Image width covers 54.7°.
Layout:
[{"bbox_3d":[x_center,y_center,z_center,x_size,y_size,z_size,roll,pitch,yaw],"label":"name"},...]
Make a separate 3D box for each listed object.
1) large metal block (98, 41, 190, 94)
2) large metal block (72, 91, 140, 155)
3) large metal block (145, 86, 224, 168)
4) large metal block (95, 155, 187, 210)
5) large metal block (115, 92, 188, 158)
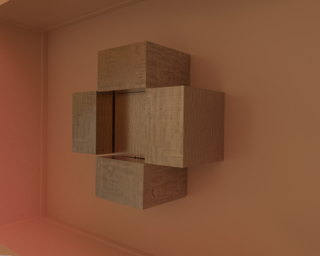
[{"bbox_3d":[-0.020,-0.069,0.385,0.080,0.081,0.050,1,91,40],"label":"large metal block"},{"bbox_3d":[-0.072,-0.007,0.430,0.050,0.081,0.080,1,91,40],"label":"large metal block"},{"bbox_3d":[0.029,-0.002,0.346,0.050,0.081,0.080,1,91,40],"label":"large metal block"},{"bbox_3d":[-0.023,0.061,0.388,0.080,0.081,0.050,3,92,40],"label":"large metal block"},{"bbox_3d":[-0.012,-0.004,0.397,0.080,0.050,0.080,1,91,40],"label":"large metal block"}]
